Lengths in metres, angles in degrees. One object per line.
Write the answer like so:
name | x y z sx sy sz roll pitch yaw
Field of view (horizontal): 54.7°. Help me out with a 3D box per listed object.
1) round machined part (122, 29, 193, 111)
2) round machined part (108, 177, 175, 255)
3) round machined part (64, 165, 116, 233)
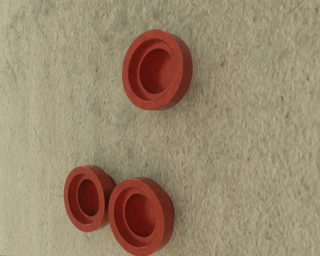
round machined part | 0.001 -0.070 0.391 0.098 0.042 0.097 0 90 39
round machined part | -0.020 0.113 0.408 0.098 0.042 0.097 0 90 39
round machined part | -0.101 0.105 0.475 0.098 0.042 0.097 0 90 39
